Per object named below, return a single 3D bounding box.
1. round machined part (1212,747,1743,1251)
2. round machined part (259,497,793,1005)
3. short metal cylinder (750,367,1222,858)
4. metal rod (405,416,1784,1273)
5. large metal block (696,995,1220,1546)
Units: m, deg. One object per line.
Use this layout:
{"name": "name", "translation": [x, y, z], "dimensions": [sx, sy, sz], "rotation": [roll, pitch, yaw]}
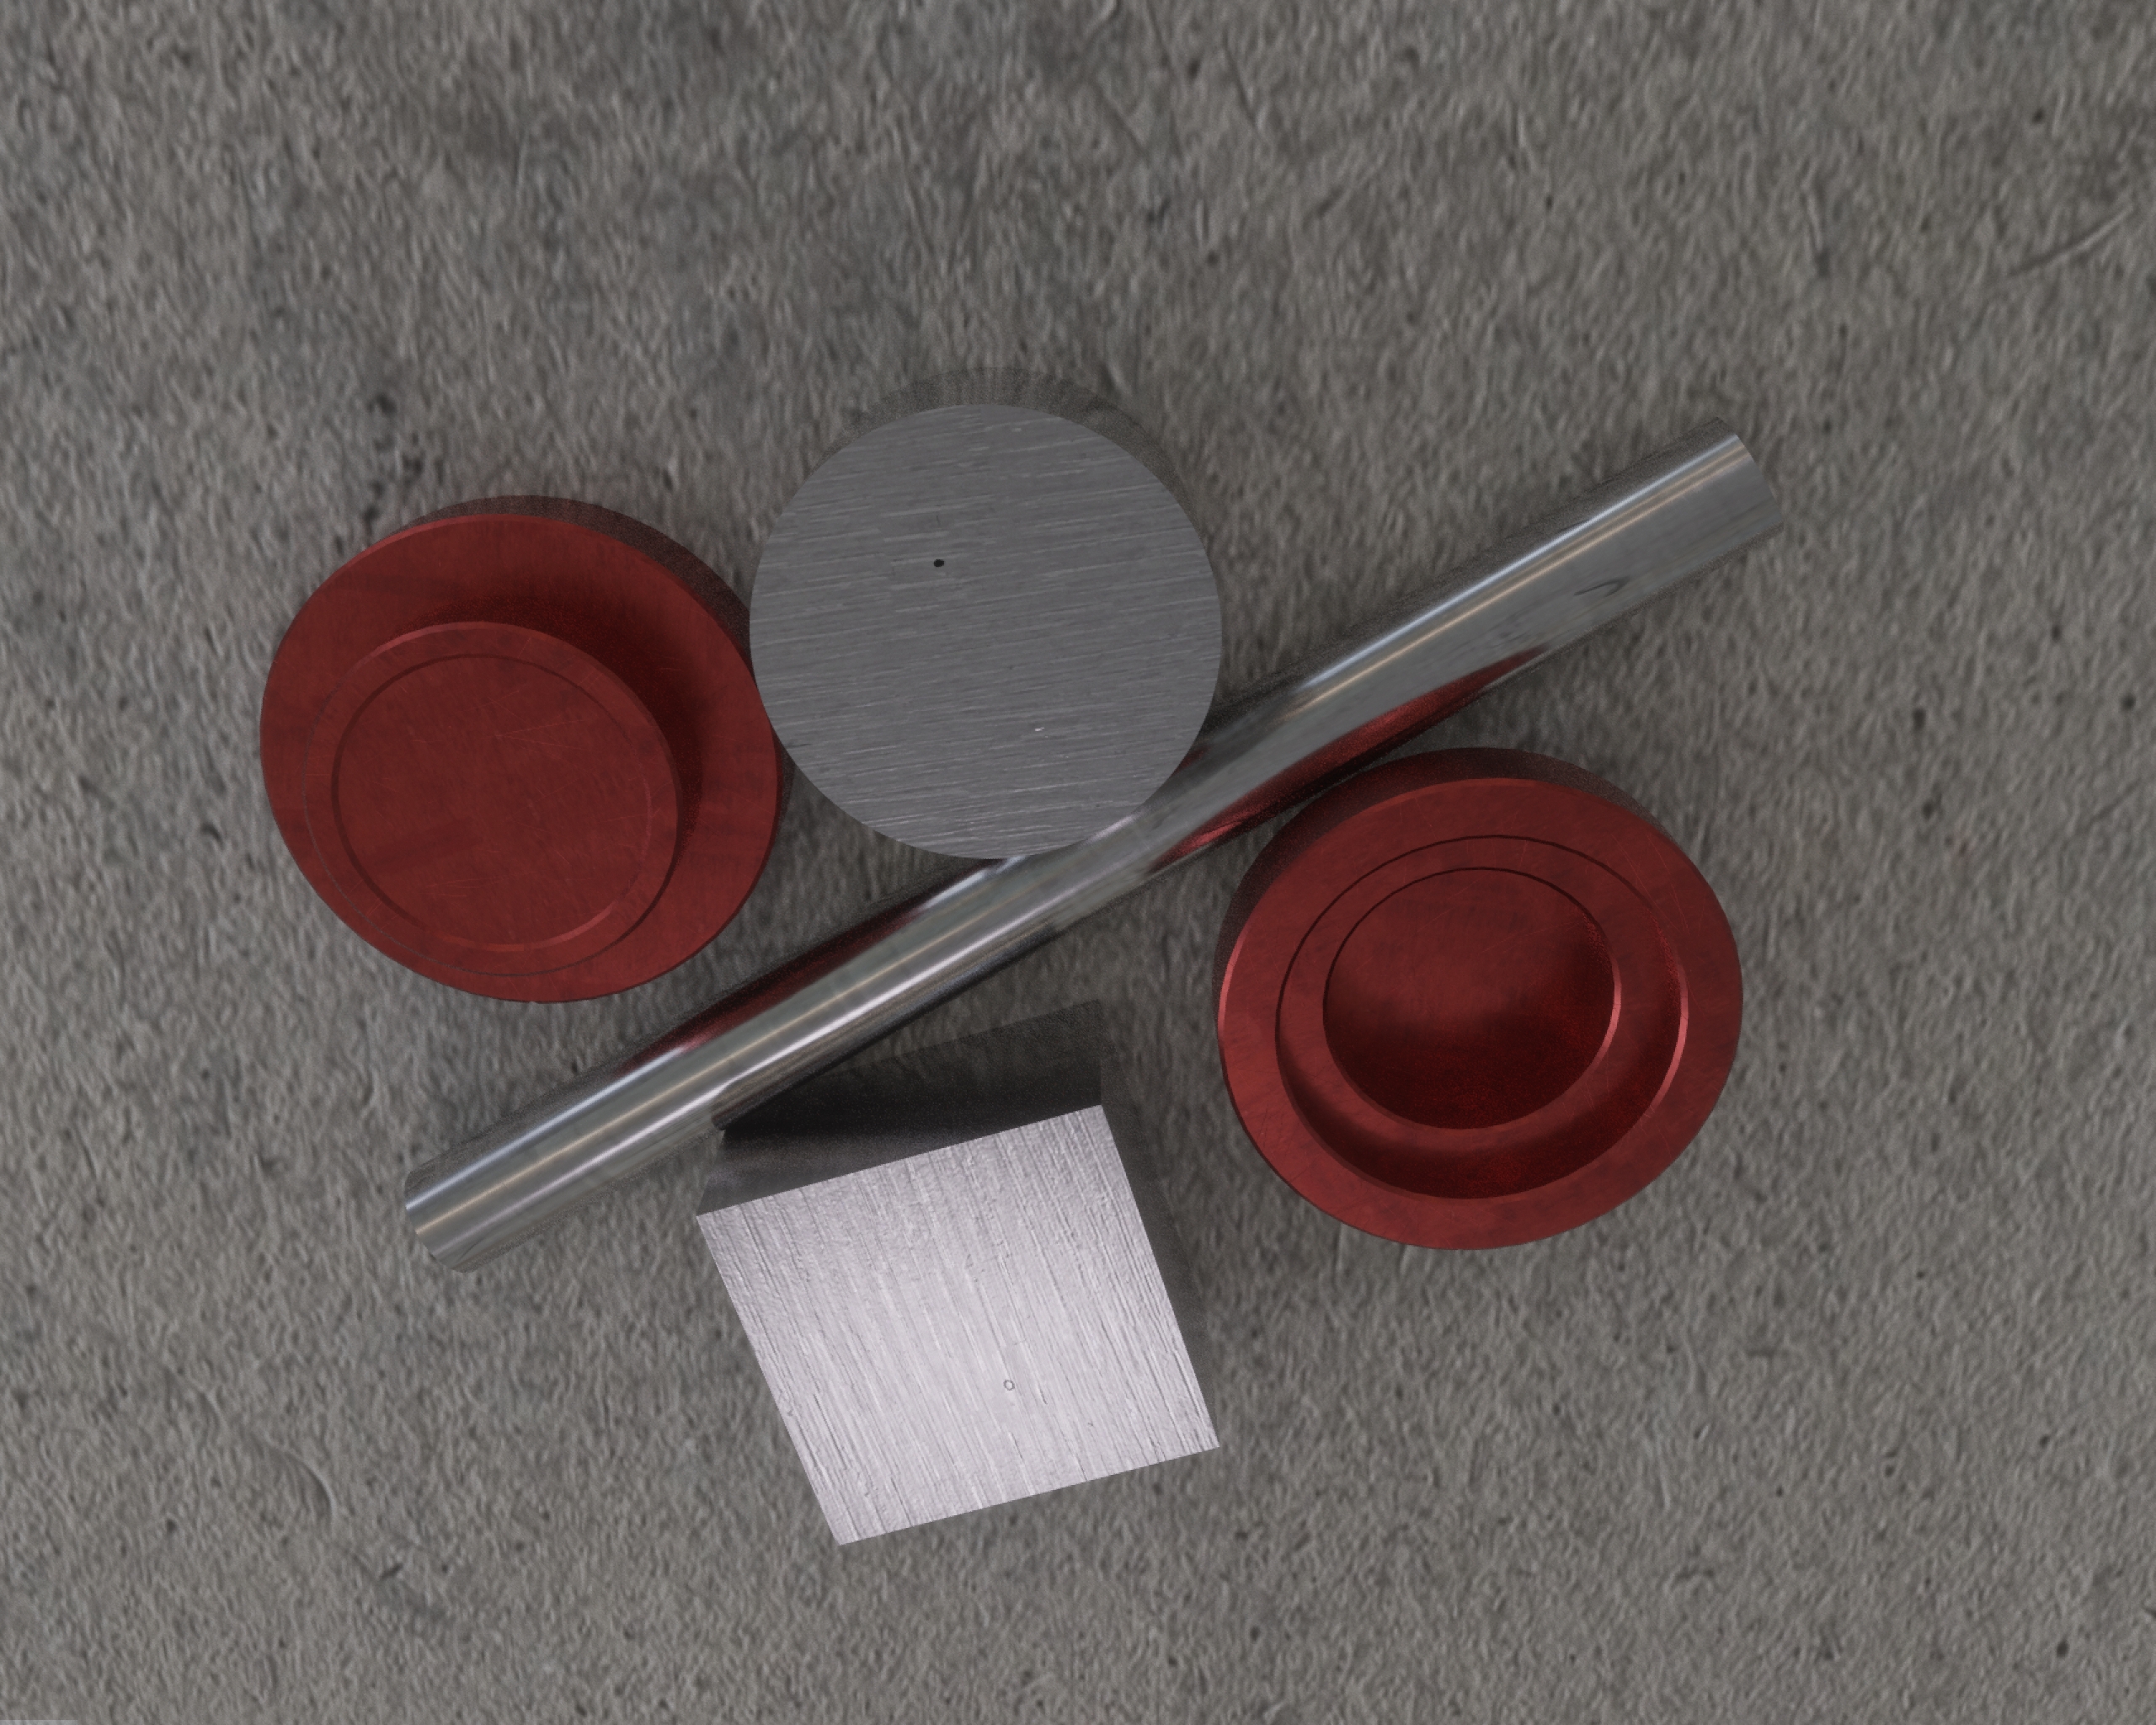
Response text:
{"name": "round machined part", "translation": [0.076, 0.024, 0.411], "dimensions": [0.099, 0.042, 0.097], "rotation": [0, 110, 0]}
{"name": "round machined part", "translation": [-0.105, -0.017, 0.394], "dimensions": [0.099, 0.042, 0.097], "rotation": [0, 110, 0]}
{"name": "short metal cylinder", "translation": [-0.016, -0.047, 0.380], "dimensions": [0.081, 0.050, 0.079], "rotation": [0, 110, 0]}
{"name": "metal rod", "translation": [-0.004, 0.002, 0.412], "dimensions": [0.300, 0.025, 0.025], "rotation": [-30, 108, 10]}
{"name": "large metal block", "translation": [-0.022, 0.083, 0.429], "dimensions": [0.080, 0.050, 0.080], "rotation": [-16, 110, 6]}
